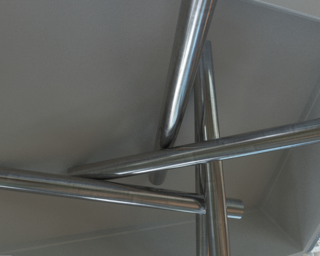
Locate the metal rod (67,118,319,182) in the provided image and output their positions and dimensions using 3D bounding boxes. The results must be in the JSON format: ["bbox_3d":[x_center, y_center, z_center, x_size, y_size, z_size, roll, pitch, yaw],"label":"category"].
[{"bbox_3d":[0.031,0.031,0.348,0.301,0.025,0.025,-12,131,16],"label":"metal rod"}]

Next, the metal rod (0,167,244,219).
[{"bbox_3d":[-0.045,0.078,0.367,0.302,0.025,0.025,10,115,-11],"label":"metal rod"}]

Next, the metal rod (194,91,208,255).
[{"bbox_3d":[0.060,0.083,0.413,0.025,0.025,0.298,-4,95,-27],"label":"metal rod"}]

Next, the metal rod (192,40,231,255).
[{"bbox_3d":[0.062,0.046,0.366,0.025,0.025,0.298,-3,86,-27],"label":"metal rod"}]

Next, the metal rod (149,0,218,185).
[{"bbox_3d":[0.012,-0.012,0.332,0.025,0.025,0.298,-17,149,-19],"label":"metal rod"}]
